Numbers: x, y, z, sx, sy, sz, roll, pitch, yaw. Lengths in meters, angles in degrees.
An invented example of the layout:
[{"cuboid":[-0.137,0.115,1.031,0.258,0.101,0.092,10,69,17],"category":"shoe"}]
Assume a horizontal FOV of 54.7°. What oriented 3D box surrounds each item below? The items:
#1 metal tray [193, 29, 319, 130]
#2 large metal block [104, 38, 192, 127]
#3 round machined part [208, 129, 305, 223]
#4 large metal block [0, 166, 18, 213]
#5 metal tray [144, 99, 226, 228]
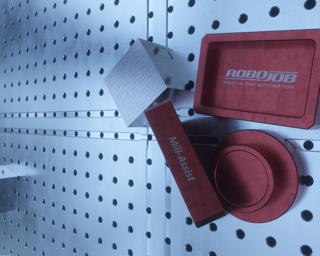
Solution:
[{"cuboid":[0.101,-0.052,0.322,0.130,0.030,0.089,11,97,39],"category":"metal tray"},{"cuboid":[-0.018,-0.056,0.408,0.080,0.050,0.080,-42,65,32],"category":"large metal block"},{"cuboid":[0.092,0.050,0.322,0.098,0.042,0.097,0,90,40],"category":"round machined part"},{"cuboid":[-0.366,0.137,0.696,0.080,0.050,0.079,17,101,39],"category":"large metal block"},{"cuboid":[0.028,0.042,0.343,0.030,0.090,0.130,-25,71,1],"category":"metal tray"}]
